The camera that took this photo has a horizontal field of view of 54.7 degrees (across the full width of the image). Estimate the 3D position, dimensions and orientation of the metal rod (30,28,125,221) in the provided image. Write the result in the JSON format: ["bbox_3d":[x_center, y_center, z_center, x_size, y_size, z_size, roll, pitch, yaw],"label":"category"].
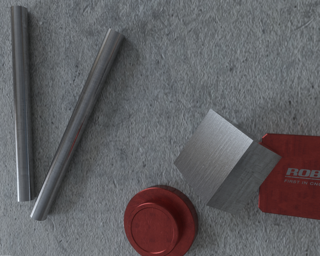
[{"bbox_3d":[-0.123,0.001,0.450,0.025,0.025,0.298,28,99,17],"label":"metal rod"}]

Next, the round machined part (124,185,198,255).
[{"bbox_3d":[-0.003,0.126,0.400,0.098,0.042,0.097,0,90,19],"label":"round machined part"}]

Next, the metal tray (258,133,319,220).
[{"bbox_3d":[0.180,0.054,0.343,0.130,0.030,0.089,3,91,19],"label":"metal tray"}]

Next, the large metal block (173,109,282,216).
[{"bbox_3d":[0.072,0.036,0.349,0.080,0.050,0.080,-57,33,11],"label":"large metal block"}]

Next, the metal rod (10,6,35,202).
[{"bbox_3d":[-0.214,-0.038,0.482,0.025,0.025,0.298,-3,89,19],"label":"metal rod"}]
